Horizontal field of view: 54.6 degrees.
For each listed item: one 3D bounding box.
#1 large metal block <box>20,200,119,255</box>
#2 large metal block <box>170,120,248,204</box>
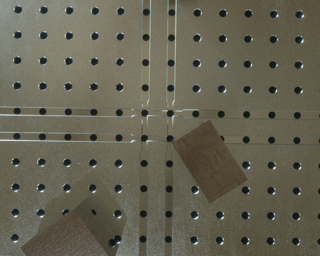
[{"bbox_3d":[-0.113,0.154,0.400,0.080,0.050,0.080,-36,90,0],"label":"large metal block"},{"bbox_3d":[0.056,0.037,0.386,0.050,0.080,0.080,-32,90,0],"label":"large metal block"}]
